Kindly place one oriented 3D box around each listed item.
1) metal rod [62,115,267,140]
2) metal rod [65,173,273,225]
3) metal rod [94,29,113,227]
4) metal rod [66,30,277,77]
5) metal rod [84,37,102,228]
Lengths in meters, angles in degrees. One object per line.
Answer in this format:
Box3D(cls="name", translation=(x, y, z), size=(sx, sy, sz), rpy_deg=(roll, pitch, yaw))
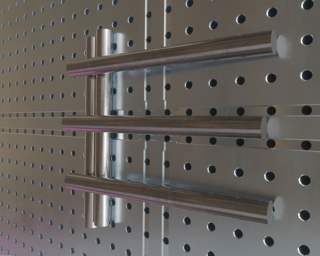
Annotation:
Box3D(cls="metal rod", translation=(-0.018, -0.004, 0.402), size=(0.300, 0.025, 0.025), rpy_deg=(2, 91, 33))
Box3D(cls="metal rod", translation=(-0.013, 0.084, 0.399), size=(0.300, 0.025, 0.025), rpy_deg=(1, 91, 33))
Box3D(cls="metal rod", translation=(-0.088, 0.000, 0.478), size=(0.025, 0.025, 0.298), rpy_deg=(1, 91, 39))
Box3D(cls="metal rod", translation=(-0.010, -0.089, 0.396), size=(0.300, 0.025, 0.025), rpy_deg=(1, 91, 33))
Box3D(cls="metal rod", translation=(-0.107, 0.007, 0.494), size=(0.025, 0.025, 0.298), rpy_deg=(1, 91, 39))
